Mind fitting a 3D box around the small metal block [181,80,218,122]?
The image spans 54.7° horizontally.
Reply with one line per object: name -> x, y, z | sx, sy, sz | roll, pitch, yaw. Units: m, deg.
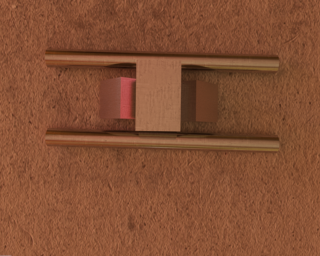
small metal block -> 0.051, -0.033, 0.398 | 0.025, 0.050, 0.050 | 0, 90, 41

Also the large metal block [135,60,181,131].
large metal block -> -0.002, -0.037, 0.386 | 0.050, 0.080, 0.079 | 1, 90, 0

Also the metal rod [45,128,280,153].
metal rod -> 0.004, 0.017, 0.411 | 0.302, 0.025, 0.025 | 2, 90, -1

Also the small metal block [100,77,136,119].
small metal block -> -0.053, -0.037, 0.397 | 0.025, 0.050, 0.050 | 1, 91, -40

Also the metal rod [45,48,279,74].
metal rod -> 0.003, -0.089, 0.411 | 0.302, 0.025, 0.025 | 1, 90, -1
